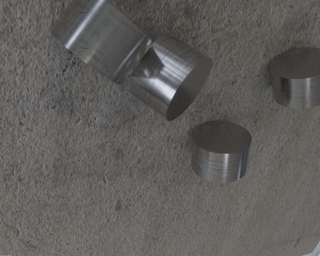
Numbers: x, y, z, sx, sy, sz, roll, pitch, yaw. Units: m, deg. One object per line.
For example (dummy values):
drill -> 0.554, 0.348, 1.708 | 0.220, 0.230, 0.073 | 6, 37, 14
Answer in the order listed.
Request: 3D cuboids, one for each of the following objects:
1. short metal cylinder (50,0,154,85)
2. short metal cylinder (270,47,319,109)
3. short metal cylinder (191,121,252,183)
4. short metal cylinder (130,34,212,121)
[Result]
short metal cylinder -> -0.053, -0.085, 0.290 | 0.080, 0.080, 0.050 | 33, 100, -38
short metal cylinder -> 0.199, -0.071, 0.436 | 0.080, 0.080, 0.050 | -29, 128, -10
short metal cylinder -> 0.085, 0.032, 0.437 | 0.081, 0.080, 0.050 | -15, 125, -20
short metal cylinder -> 0.013, -0.054, 0.340 | 0.080, 0.050, 0.080 | -47, 163, -19
